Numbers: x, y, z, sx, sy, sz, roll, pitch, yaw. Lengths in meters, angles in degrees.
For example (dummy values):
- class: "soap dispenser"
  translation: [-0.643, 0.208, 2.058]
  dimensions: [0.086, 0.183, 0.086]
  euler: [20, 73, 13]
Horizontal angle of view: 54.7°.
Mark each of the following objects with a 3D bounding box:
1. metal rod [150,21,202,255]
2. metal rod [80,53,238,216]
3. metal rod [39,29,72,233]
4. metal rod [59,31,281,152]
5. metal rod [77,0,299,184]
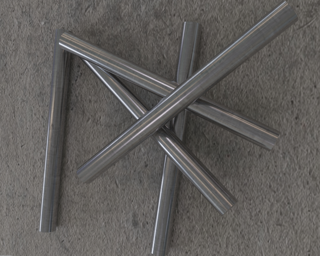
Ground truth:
- class: "metal rod"
  translation: [0.020, 0.016, 0.401]
  dimensions: [0.025, 0.025, 0.298]
  euler: [9, 93, 20]
- class: "metal rod"
  translation: [-0.018, -0.014, 0.393]
  dimensions: [0.025, 0.025, 0.300]
  euler: [-48, 68, 14]
- class: "metal rod"
  translation: [-0.156, 0.005, 0.464]
  dimensions: [0.025, 0.025, 0.298]
  euler: [6, 92, 20]
- class: "metal rod"
  translation: [-0.002, -0.052, 0.381]
  dimensions: [0.301, 0.025, 0.025]
  euler: [28, 99, 16]
- class: "metal rod"
  translation: [0.015, -0.027, 0.349]
  dimensions: [0.299, 0.025, 0.025]
  euler: [-38, 78, 19]
